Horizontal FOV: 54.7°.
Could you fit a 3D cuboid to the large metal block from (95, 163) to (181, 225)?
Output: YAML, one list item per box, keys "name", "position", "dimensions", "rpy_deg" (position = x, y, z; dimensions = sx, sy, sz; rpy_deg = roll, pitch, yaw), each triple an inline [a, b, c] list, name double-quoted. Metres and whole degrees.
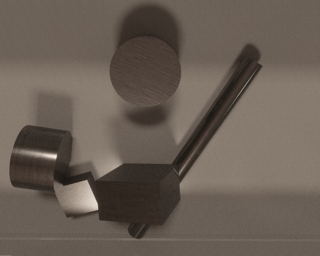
- name: "large metal block"
  position: [-0.024, 0.080, 0.396]
  dimensions: [0.080, 0.080, 0.050]
  rpy_deg: [-1, 98, 18]

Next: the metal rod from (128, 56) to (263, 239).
- name: "metal rod"
  position: [0.039, 0.038, 0.425]
  dimensions: [0.025, 0.025, 0.298]
  rpy_deg: [29, 107, -11]

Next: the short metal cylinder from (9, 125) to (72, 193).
- name: "short metal cylinder"
  position: [-0.148, 0.039, 0.394]
  dimensions: [0.050, 0.080, 0.079]
  rpy_deg: [9, 110, -4]

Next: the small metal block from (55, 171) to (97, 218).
- name: "small metal block"
  position: [-0.117, 0.096, 0.445]
  dimensions: [0.050, 0.025, 0.050]
  rpy_deg: [-16, 110, 5]

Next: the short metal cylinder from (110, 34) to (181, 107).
- name: "short metal cylinder"
  position: [-0.016, -0.071, 0.372]
  dimensions: [0.081, 0.050, 0.079]
  rpy_deg: [0, 110, -1]
